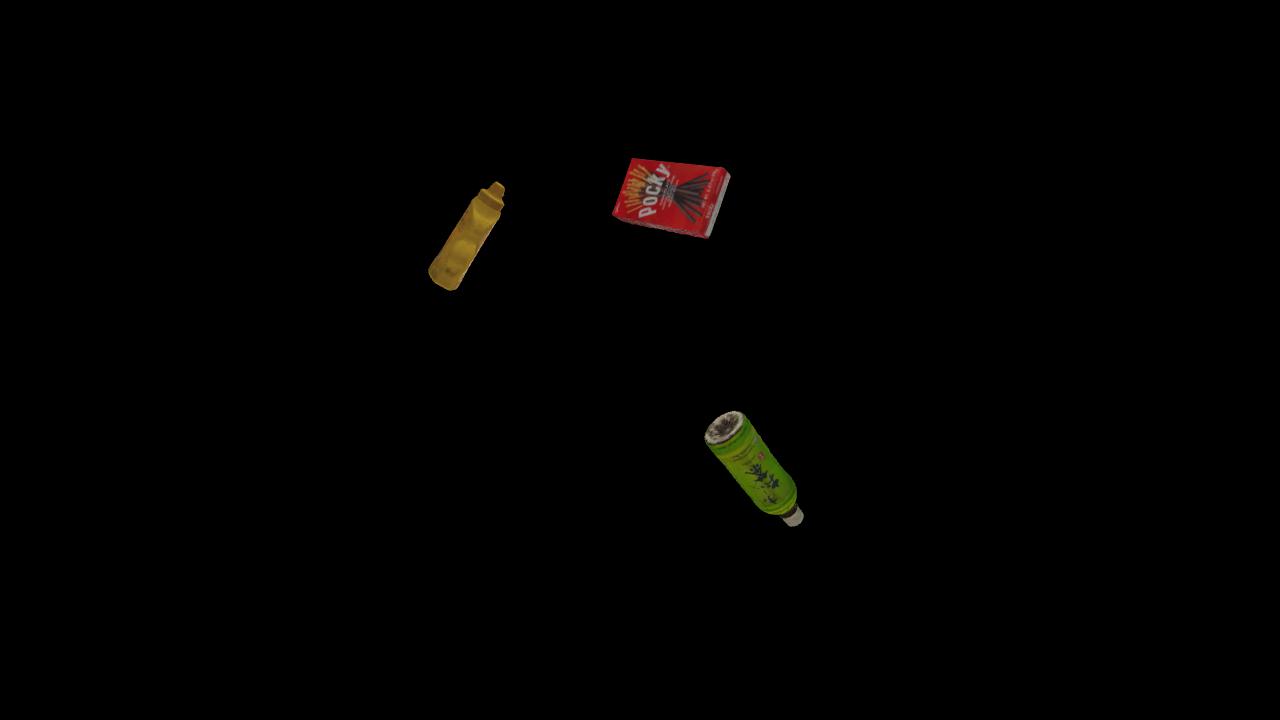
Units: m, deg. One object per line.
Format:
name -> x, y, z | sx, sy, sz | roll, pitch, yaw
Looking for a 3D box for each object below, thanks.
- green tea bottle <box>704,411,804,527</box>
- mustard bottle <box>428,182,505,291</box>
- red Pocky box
green tea bottle -> 0.178, 0.170, 0.913 | 0.073, 0.212, 0.073 | -31, 25, 16
mustard bottle -> -0.270, -0.203, 0.982 | 0.054, 0.184, 0.092 | 31, 14, -20
red Pocky box -> 0.035, -0.206, 0.775 | 0.155, 0.083, 0.028 | 22, 5, 41
